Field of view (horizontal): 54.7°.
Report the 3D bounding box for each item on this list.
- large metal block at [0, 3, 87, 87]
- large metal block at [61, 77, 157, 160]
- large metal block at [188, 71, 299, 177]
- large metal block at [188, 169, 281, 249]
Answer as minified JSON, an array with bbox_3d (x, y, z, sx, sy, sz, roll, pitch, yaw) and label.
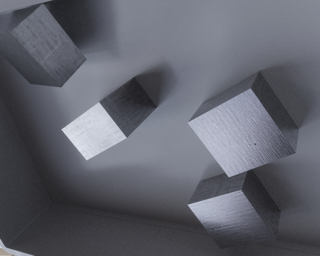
[{"bbox_3d":[-0.152,-0.098,0.380,0.080,0.050,0.080,11,148,42],"label":"large metal block"},{"bbox_3d":[-0.063,-0.013,0.397,0.080,0.080,0.050,-28,103,37],"label":"large metal block"},{"bbox_3d":[0.092,-0.003,0.342,0.080,0.050,0.080,-30,102,37],"label":"large metal block"},{"bbox_3d":[0.098,0.105,0.405,0.080,0.050,0.080,-27,104,37],"label":"large metal block"}]
